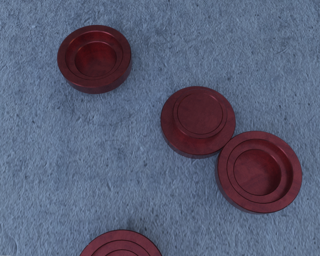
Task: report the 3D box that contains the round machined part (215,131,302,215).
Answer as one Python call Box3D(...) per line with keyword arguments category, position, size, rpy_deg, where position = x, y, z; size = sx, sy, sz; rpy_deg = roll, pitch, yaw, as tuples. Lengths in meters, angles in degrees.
Box3D(category="round machined part", position=(0.116, 0.056, 0.379), size=(0.099, 0.042, 0.098), rpy_deg=(0, 70, 0))

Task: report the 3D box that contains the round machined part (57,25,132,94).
Box3D(category="round machined part", position=(-0.088, -0.091, 0.431), size=(0.099, 0.042, 0.098), rpy_deg=(0, 70, 0))

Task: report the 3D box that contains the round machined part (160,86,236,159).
Box3D(category="round machined part", position=(0.050, -0.012, 0.404), size=(0.099, 0.042, 0.098), rpy_deg=(0, 70, 0))

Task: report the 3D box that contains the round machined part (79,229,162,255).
Box3D(category="round machined part", position=(-0.042, 0.163, 0.339), size=(0.099, 0.042, 0.098), rpy_deg=(0, 70, 0))
